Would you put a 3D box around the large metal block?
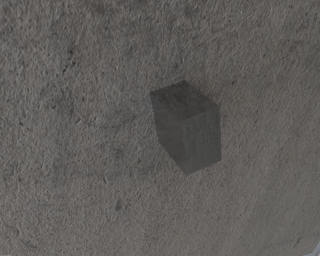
[{"bbox_3d":[0.032,-0.002,0.387,0.050,0.080,0.080,-21,127,-16],"label":"large metal block"}]
